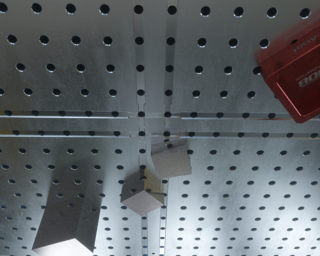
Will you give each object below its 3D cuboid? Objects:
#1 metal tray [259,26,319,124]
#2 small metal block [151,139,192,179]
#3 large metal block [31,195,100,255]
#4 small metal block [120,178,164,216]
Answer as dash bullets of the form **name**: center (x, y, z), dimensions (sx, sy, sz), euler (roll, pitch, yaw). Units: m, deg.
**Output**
- **metal tray**: center (0.194, -0.070, 0.351), dimensions (0.130, 0.030, 0.090), euler (-33, 123, 24)
- **small metal block**: center (0.017, 0.046, 0.451), dimensions (0.050, 0.025, 0.050), euler (-9, 130, 7)
- **large metal block**: center (-0.153, 0.169, 0.517), dimensions (0.080, 0.080, 0.050), euler (-19, 128, 15)
- **small metal block**: center (-0.028, 0.114, 0.509), dimensions (0.050, 0.025, 0.050), euler (-32, 124, 24)
